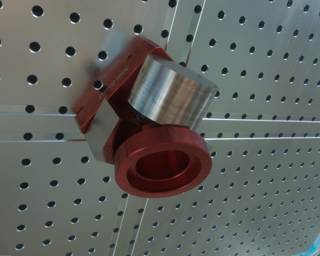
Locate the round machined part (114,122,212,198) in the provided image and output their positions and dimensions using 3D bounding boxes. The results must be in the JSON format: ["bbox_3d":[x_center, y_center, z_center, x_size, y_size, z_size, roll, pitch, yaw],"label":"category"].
[{"bbox_3d":[0.001,0.030,0.324,0.099,0.042,0.097,-6,138,-5],"label":"round machined part"}]

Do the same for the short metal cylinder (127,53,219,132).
[{"bbox_3d":[0.013,-0.037,0.322,0.081,0.080,0.050,14,111,-34],"label":"short metal cylinder"}]

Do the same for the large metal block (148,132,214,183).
[{"bbox_3d":[0.019,0.033,0.404,0.080,0.050,0.080,-47,160,4],"label":"large metal block"}]

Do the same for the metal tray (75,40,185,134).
[{"bbox_3d":[-0.026,-0.029,0.378,0.130,0.030,0.090,-47,130,4],"label":"metal tray"}]

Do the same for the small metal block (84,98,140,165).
[{"bbox_3d":[-0.052,0.003,0.329,0.025,0.050,0.050,21,107,-36],"label":"small metal block"}]
